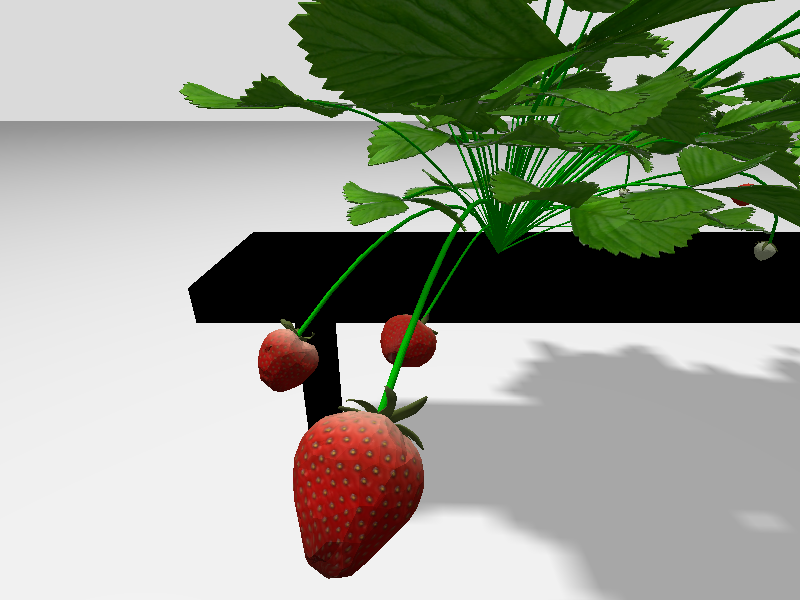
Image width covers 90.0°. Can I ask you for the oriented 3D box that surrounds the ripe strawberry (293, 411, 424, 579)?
[{"bbox_3d":[-0.014,0.057,0.119,0.040,0.043,0.042,10,-39,19],"label":"ripe strawberry"}]

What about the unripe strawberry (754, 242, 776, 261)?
[{"bbox_3d":[0.302,-0.040,0.333,0.015,0.015,0.014,4,26,8],"label":"unripe strawberry"}]

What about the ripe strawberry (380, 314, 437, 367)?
[{"bbox_3d":[0.003,0.022,0.202,0.029,0.025,0.029,12,29,23],"label":"ripe strawberry"}]

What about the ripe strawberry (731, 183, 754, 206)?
[{"bbox_3d":[0.464,-0.143,0.543,0.028,0.030,0.030,-9,27,-19],"label":"ripe strawberry"}]

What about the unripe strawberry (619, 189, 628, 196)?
[{"bbox_3d":[0.284,-0.136,0.510,0.010,0.010,0.011,-21,33,-36],"label":"unripe strawberry"}]

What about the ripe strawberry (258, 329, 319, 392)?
[{"bbox_3d":[-0.054,0.029,0.187,0.025,0.027,0.029,18,-17,32],"label":"ripe strawberry"}]
